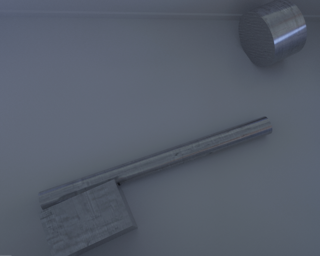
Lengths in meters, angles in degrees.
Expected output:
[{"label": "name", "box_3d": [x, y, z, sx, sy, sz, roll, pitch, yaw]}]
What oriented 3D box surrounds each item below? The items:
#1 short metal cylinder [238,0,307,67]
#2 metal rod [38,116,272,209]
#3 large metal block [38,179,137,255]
[{"label": "short metal cylinder", "box_3d": [0.154, -0.131, 0.430, 0.050, 0.080, 0.080, -26, 72, -9]}, {"label": "metal rod", "box_3d": [0.000, 0.043, 0.393, 0.302, 0.025, 0.025, -18, 71, -7]}, {"label": "large metal block", "box_3d": [-0.074, 0.103, 0.342, 0.080, 0.080, 0.050, -23, 72, -8]}]
